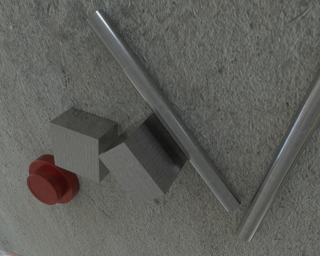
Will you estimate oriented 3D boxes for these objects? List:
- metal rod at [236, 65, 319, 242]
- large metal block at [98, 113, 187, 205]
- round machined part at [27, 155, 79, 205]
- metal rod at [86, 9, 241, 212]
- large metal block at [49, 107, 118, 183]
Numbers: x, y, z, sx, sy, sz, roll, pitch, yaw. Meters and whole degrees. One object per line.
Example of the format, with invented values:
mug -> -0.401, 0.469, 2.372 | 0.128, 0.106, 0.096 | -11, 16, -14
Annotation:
metal rod -> 0.144, 0.030, 0.349 | 0.025, 0.025, 0.298 | 22, 127, 14
large metal block -> -0.018, 0.038, 0.403 | 0.050, 0.080, 0.080 | -29, 103, 37
round machined part -> -0.199, 0.100, 0.560 | 0.098, 0.042, 0.097 | 13, 124, 20
metal rod -> 0.011, -0.014, 0.391 | 0.025, 0.025, 0.299 | -29, 103, 37
large metal block -> -0.111, 0.024, 0.462 | 0.080, 0.050, 0.079 | 18, 126, 17
